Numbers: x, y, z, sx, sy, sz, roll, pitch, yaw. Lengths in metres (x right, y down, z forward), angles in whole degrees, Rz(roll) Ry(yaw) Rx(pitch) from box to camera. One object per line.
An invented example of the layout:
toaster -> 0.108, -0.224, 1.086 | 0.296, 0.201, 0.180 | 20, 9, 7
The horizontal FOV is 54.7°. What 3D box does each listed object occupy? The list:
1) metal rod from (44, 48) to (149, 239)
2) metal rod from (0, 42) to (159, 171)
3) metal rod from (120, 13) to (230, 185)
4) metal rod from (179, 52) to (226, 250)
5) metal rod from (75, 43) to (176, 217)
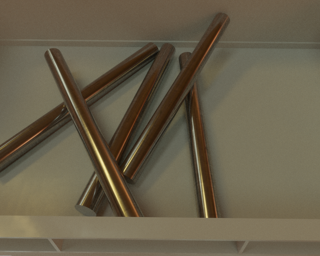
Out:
metal rod -> -0.090, -0.006, 0.374 | 0.025, 0.025, 0.300 | -22, 53, -17
metal rod -> -0.107, -0.042, 0.439 | 0.025, 0.025, 0.301 | 33, 57, 24
metal rod -> 0.030, -0.057, 0.423 | 0.025, 0.025, 0.300 | 22, 62, 17
metal rod -> 0.048, 0.002, 0.403 | 0.025, 0.025, 0.300 | -1, 50, -1
metal rod -> -0.033, -0.021, 0.422 | 0.025, 0.025, 0.300 | 14, 51, 11
